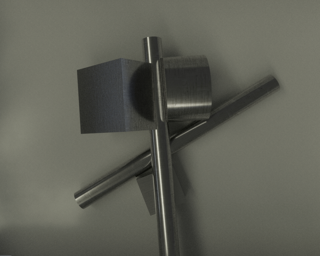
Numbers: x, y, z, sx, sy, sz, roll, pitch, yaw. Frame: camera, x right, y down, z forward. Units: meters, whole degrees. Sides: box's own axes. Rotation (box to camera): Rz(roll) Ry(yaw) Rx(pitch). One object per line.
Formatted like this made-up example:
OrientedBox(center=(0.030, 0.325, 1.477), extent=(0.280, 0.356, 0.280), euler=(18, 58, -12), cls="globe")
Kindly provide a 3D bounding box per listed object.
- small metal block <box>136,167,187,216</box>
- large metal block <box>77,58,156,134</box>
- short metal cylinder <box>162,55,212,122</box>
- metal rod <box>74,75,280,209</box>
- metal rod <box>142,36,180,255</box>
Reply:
OrientedBox(center=(0.002, 0.081, 0.410), extent=(0.050, 0.025, 0.050), euler=(-21, 90, -1), cls="small metal block")
OrientedBox(center=(-0.054, -0.035, 0.377), extent=(0.080, 0.050, 0.079), euler=(-3, 90, 40), cls="large metal block")
OrientedBox(center=(0.031, -0.048, 0.382), extent=(0.050, 0.080, 0.079), euler=(-4, 90, -2), cls="short metal cylinder")
OrientedBox(center=(0.023, 0.018, 0.410), extent=(0.301, 0.025, 0.025), euler=(-31, 90, -1), cls="metal rod")
OrientedBox(center=(0.002, 0.038, 0.384), extent=(0.025, 0.025, 0.298), euler=(-5, 89, -1), cls="metal rod")
